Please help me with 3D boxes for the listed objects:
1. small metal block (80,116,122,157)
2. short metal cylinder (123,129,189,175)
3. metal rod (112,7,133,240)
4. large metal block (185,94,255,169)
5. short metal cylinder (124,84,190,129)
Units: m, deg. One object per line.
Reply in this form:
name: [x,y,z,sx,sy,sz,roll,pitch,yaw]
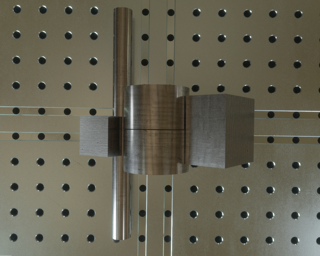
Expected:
small metal block: [-0.076,0.010,0.398,0.050,0.025,0.050,0,89,34]
short metal cylinder: [-0.004,0.027,0.382,0.081,0.080,0.050,1,90,0]
metal rod: [-0.050,-0.006,0.408,0.025,0.025,0.298,0,90,0]
large metal block: [0.075,0.003,0.375,0.050,0.081,0.079,1,91,38]
short metal cylinder: [-0.004,-0.024,0.382,0.081,0.080,0.050,1,90,0]
